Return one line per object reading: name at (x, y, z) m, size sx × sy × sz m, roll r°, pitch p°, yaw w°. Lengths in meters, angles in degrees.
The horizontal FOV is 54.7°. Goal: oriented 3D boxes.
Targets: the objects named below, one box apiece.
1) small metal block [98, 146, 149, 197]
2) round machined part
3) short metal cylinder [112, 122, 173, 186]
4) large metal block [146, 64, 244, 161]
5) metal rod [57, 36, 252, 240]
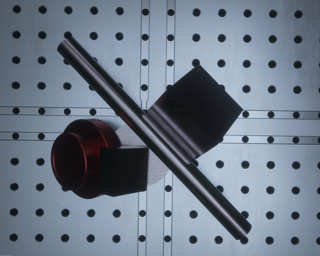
small metal block at (-0.040, 0.046, 0.345) m, size 0.025 × 0.050 × 0.050 m, roll 3°, pitch 91°, yaw 40°
round machined part at (-0.095, 0.038, 0.375) m, size 0.098 × 0.042 × 0.097 m, roll 3°, pitch 95°, yaw 38°
short metal cylinder at (-0.024, 0.031, 0.397) m, size 0.081 × 0.050 × 0.079 m, roll 0°, pitch 90°, yaw 0°
large metal block at (0.043, -0.020, 0.376) m, size 0.080 × 0.050 × 0.080 m, roll 46°, pitch 47°, yaw 0°
metal rod at (-0.006, 0.012, 0.359) m, size 0.025 × 0.025 × 0.300 m, roll -43°, pitch 90°, yaw 0°
